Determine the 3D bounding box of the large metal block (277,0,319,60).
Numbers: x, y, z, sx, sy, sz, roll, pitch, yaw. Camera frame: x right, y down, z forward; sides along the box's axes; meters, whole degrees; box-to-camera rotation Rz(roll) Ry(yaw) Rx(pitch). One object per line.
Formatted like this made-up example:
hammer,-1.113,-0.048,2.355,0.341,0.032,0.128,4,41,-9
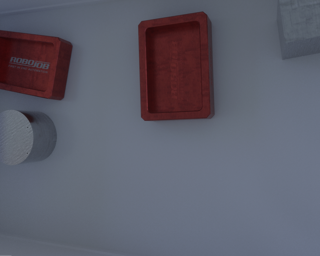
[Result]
large metal block,0.168,-0.111,0.322,0.080,0.080,0.050,-7,88,19

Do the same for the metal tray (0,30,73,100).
metal tray,-0.204,-0.098,0.477,0.130,0.030,0.089,12,94,19

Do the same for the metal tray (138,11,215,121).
metal tray,0.021,-0.075,0.399,0.090,0.030,0.129,-2,89,19

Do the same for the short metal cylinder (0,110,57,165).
short metal cylinder,-0.206,0.013,0.468,0.080,0.050,0.079,0,90,19
